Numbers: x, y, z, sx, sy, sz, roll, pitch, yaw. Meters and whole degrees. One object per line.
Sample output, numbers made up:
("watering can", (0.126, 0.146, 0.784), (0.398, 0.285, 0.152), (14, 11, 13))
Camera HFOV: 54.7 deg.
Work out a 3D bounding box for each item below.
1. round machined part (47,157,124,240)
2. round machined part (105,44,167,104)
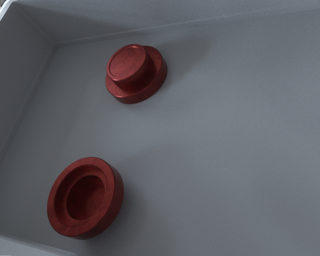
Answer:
("round machined part", (-0.087, 0.089, 0.386), (0.098, 0.042, 0.098), (-13, 56, 21))
("round machined part", (-0.042, -0.088, 0.471), (0.098, 0.042, 0.098), (-13, 56, 21))
